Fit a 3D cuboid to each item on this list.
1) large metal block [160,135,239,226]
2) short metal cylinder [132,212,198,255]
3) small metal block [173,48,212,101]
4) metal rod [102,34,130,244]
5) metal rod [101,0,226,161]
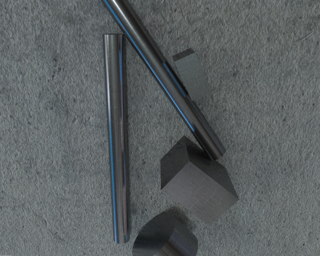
[{"bbox_3d":[0.048,0.066,0.405,0.080,0.080,0.050,38,106,-13],"label":"large metal block"},{"bbox_3d":[0.007,0.168,0.443,0.080,0.080,0.050,-39,106,13],"label":"short metal cylinder"},{"bbox_3d":[0.038,-0.066,0.373,0.025,0.050,0.050,-24,109,8],"label":"small metal block"},{"bbox_3d":[-0.057,0.028,0.419,0.025,0.025,0.298,0,110,-1],"label":"metal rod"},{"bbox_3d":[-0.005,-0.080,0.380,0.025,0.025,0.299,-32,107,11],"label":"metal rod"}]
